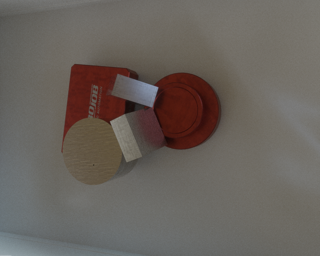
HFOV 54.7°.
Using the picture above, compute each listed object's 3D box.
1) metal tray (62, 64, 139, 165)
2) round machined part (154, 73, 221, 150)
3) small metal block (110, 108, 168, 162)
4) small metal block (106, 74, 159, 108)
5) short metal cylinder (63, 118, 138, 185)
[{"bbox_3d":[-0.084,-0.020,0.432,0.090,0.030,0.129,8,93,19],"label":"metal tray"},{"bbox_3d":[0.025,-0.021,0.390,0.098,0.042,0.097,0,90,19],"label":"round machined part"},{"bbox_3d":[-0.024,0.006,0.361,0.025,0.050,0.050,-23,89,37],"label":"small metal block"},{"bbox_3d":[-0.036,-0.045,0.380,0.050,0.050,0.025,16,90,-18],"label":"small metal block"},{"bbox_3d":[-0.073,0.027,0.388,0.080,0.050,0.079,0,90,19],"label":"short metal cylinder"}]
